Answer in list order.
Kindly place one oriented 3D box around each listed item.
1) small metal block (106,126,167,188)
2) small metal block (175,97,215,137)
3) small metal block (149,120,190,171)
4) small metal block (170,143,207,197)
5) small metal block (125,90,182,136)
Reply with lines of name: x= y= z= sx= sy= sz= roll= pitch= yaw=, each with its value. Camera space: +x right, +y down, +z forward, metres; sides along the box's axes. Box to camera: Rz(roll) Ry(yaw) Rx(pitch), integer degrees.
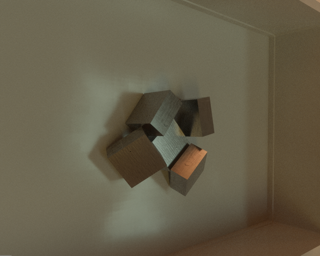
small metal block: x=-0.028 y=0.035 z=0.368 sx=0.050 sy=0.025 sz=0.050 roll=-33 pitch=115 yaw=0
small metal block: x=0.044 y=-0.015 z=0.427 sx=0.025 sy=0.050 sz=0.050 roll=-15 pitch=100 yaw=-40
small metal block: x=0.007 y=0.021 z=0.412 sx=0.050 sy=0.025 sz=0.050 roll=-50 pitch=120 yaw=-29
small metal block: x=0.039 y=0.057 z=0.422 sx=0.050 sy=0.025 sz=0.050 roll=-49 pitch=156 yaw=-29
small metal block: x=-0.008 y=-0.018 z=0.383 sx=0.025 sy=0.050 sz=0.050 roll=44 pitch=63 yaw=-31
